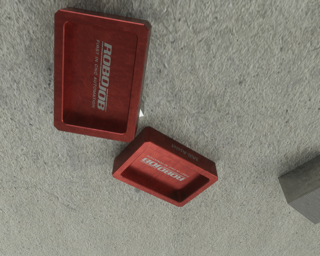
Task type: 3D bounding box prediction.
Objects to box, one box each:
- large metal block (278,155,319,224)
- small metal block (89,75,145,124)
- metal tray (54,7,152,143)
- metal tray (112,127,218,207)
[{"bbox_3d":[0.245,0.094,0.474,0.080,0.050,0.080,36,121,-27],"label":"large metal block"},{"bbox_3d":[-0.052,-0.035,0.377,0.050,0.025,0.050,-15,129,12],"label":"small metal block"},{"bbox_3d":[-0.063,-0.053,0.331,0.091,0.030,0.129,10,116,0],"label":"metal tray"},{"bbox_3d":[0.008,0.062,0.456,0.131,0.030,0.090,30,124,-23],"label":"metal tray"}]
